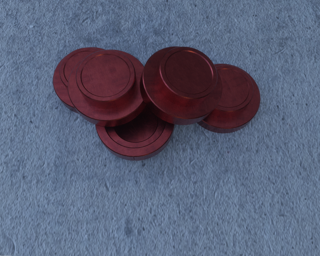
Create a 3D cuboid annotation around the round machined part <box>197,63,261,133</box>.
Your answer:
[{"bbox_3d":[0.087,-0.045,0.417,0.099,0.042,0.098,0,70,-1],"label":"round machined part"}]

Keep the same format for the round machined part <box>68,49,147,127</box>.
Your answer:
[{"bbox_3d":[-0.062,-0.054,0.374,0.099,0.042,0.098,0,70,-1],"label":"round machined part"}]

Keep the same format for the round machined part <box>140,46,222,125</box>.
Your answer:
[{"bbox_3d":[0.028,-0.056,0.366,0.099,0.042,0.098,5,68,-13],"label":"round machined part"}]

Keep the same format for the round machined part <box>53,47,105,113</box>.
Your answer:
[{"bbox_3d":[-0.098,-0.070,0.424,0.099,0.042,0.098,0,70,-1],"label":"round machined part"}]

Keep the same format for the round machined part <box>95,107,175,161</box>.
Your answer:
[{"bbox_3d":[-0.031,-0.005,0.401,0.099,0.042,0.098,0,70,-1],"label":"round machined part"}]
